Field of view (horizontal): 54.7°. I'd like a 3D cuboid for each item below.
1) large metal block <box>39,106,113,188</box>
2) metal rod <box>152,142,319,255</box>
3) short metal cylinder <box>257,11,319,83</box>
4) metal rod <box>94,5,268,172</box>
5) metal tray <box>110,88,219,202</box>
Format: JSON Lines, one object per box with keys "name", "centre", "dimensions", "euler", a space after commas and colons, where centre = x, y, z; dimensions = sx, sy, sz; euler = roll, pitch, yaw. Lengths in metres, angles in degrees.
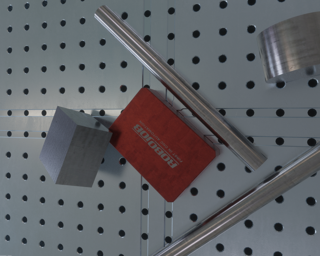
{"name": "large metal block", "centre": [-0.117, 0.024, 0.422], "dimensions": [0.080, 0.050, 0.080], "euler": [31, 102, 50]}
{"name": "metal rod", "centre": [0.077, 0.115, 0.385], "dimensions": [0.300, 0.025, 0.025], "euler": [-39, 78, 15]}
{"name": "short metal cylinder", "centre": [0.149, -0.082, 0.331], "dimensions": [0.080, 0.080, 0.050], "euler": [-12, 86, 19]}
{"name": "metal rod", "centre": [0.018, -0.060, 0.405], "dimensions": [0.300, 0.025, 0.025], "euler": [46, 104, 14]}
{"name": "metal tray", "centre": [0.001, 0.021, 0.410], "dimensions": [0.130, 0.030, 0.090], "euler": [44, 103, 14]}
